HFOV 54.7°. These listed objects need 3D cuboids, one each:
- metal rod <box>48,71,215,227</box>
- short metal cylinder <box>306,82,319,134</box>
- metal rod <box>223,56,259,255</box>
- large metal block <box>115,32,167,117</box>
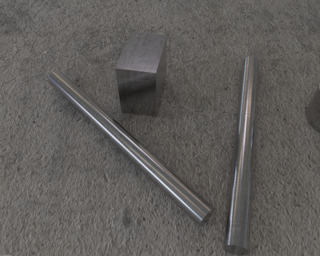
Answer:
[{"bbox_3d":[-0.053,0.010,0.394,0.025,0.025,0.300,-36,59,-26],"label":"metal rod"},{"bbox_3d":[0.245,-0.028,0.412,0.081,0.050,0.080,0,50,0],"label":"short metal cylinder"},{"bbox_3d":[0.109,0.008,0.397,0.025,0.025,0.300,10,51,8],"label":"metal rod"},{"bbox_3d":[-0.022,-0.074,0.429,0.050,0.080,0.080,8,51,6],"label":"large metal block"}]
